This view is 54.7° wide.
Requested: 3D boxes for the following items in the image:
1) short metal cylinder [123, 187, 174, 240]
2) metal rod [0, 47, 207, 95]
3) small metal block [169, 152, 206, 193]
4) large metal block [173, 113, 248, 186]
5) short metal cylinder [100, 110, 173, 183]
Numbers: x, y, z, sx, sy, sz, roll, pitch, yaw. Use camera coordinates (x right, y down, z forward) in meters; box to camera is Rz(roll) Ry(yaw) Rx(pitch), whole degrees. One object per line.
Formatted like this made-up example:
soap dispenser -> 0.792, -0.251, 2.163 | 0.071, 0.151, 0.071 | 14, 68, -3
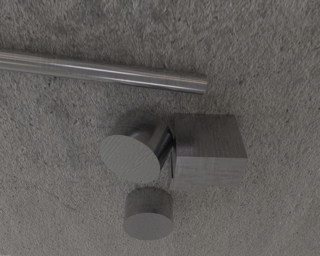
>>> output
short metal cylinder -> -0.019, 0.142, 0.511 | 0.081, 0.050, 0.079 | 0, 130, 0
metal rod -> -0.097, -0.068, 0.348 | 0.302, 0.025, 0.025 | 6, 130, -6
small metal block -> 0.039, 0.063, 0.445 | 0.050, 0.050, 0.025 | 6, 130, -5
large metal block -> 0.058, 0.026, 0.394 | 0.081, 0.080, 0.050 | 2, 130, -2
short metal cylinder -> -0.029, 0.024, 0.395 | 0.080, 0.050, 0.079 | 13, 132, 15
